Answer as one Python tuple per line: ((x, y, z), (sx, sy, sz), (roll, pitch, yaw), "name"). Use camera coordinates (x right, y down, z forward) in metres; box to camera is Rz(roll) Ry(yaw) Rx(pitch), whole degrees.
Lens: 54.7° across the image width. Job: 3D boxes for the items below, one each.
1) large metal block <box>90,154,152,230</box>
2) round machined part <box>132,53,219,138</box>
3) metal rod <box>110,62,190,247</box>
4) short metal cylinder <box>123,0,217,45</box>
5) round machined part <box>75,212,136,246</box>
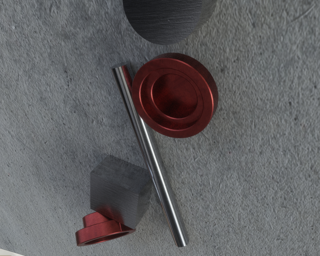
((-0.060, 0.099, 0.484), (0.080, 0.050, 0.079), (20, 126, 16), "large metal block")
((0.020, -0.040, 0.360), (0.098, 0.042, 0.097), (13, 124, 21), "round machined part")
((-0.007, 0.052, 0.442), (0.025, 0.025, 0.298), (-4, 117, 30), "metal rod")
((0.011, -0.128, 0.306), (0.080, 0.050, 0.079), (13, 124, 21), "short metal cylinder")
((-0.093, 0.165, 0.524), (0.098, 0.099, 0.042), (-35, 62, 38), "round machined part")
